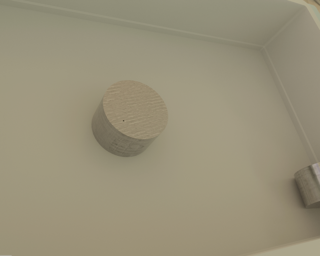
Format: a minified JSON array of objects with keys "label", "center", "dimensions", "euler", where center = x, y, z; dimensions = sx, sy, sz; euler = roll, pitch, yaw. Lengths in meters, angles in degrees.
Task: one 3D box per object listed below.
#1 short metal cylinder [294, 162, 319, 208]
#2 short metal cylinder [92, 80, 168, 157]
[{"label":"short metal cylinder","center":[0.247,0.083,0.456],"dimensions":[0.081,0.080,0.050],"euler":[4,60,-27]},{"label":"short metal cylinder","center":[-0.037,-0.011,0.378],"dimensions":[0.081,0.050,0.080],"euler":[14,56,-21]}]
